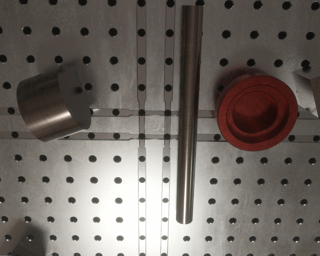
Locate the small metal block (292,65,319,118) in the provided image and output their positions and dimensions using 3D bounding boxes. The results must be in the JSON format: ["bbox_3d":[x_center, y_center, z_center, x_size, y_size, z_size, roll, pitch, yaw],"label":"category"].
[{"bbox_3d":[0.193,-0.047,0.386,0.025,0.050,0.050,-20,109,7],"label":"small metal block"}]

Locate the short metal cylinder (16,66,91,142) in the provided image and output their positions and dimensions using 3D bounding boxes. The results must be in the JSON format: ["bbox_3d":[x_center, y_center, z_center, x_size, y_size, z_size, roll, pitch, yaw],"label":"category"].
[{"bbox_3d":[-0.124,-0.028,0.372,0.050,0.080,0.080,-18,109,6],"label":"short metal cylinder"}]

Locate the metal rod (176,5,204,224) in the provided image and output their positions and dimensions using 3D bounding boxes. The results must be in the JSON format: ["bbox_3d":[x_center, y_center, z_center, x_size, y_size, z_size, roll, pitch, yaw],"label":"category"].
[{"bbox_3d":[0.037,-0.003,0.412,0.025,0.025,0.298,0,110,-1],"label":"metal rod"}]

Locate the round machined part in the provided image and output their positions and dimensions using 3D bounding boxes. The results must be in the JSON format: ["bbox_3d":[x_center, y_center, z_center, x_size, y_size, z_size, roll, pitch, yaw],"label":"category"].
[{"bbox_3d":[0.119,-0.023,0.398,0.099,0.042,0.097,0,110,-1],"label":"round machined part"}]

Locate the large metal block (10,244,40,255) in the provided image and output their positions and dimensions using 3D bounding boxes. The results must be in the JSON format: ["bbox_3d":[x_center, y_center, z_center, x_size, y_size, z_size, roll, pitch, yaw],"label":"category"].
[{"bbox_3d":[-0.229,0.243,0.470,0.050,0.080,0.080,33,106,-12],"label":"large metal block"}]
